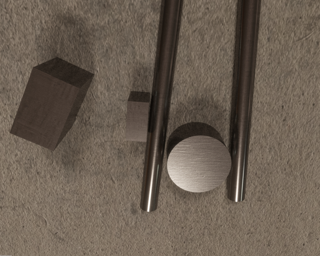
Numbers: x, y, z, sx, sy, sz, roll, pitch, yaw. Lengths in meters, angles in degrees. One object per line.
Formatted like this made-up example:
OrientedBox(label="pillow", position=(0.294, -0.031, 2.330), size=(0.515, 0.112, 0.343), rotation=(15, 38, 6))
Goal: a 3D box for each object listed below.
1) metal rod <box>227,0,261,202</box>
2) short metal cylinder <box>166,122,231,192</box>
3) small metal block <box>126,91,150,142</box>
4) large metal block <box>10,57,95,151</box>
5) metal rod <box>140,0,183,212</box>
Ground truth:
OrientedBox(label="metal rod", position=(0.106, -0.040, 0.396), size=(0.025, 0.025, 0.298), rotation=(-1, 110, 0))
OrientedBox(label="short metal cylinder", position=(0.049, 0.038, 0.411), size=(0.081, 0.050, 0.079), rotation=(0, 110, -1))
OrientedBox(label="small metal block", position=(-0.027, -0.016, 0.390), size=(0.025, 0.050, 0.050), rotation=(4, 110, -2))
OrientedBox(label="large metal block", position=(-0.124, -0.032, 0.367), size=(0.050, 0.080, 0.080), rotation=(25, 108, -9))
OrientedBox(label="metal rod", position=(0.000, -0.024, 0.400), size=(0.025, 0.025, 0.298), rotation=(6, 110, -3))
